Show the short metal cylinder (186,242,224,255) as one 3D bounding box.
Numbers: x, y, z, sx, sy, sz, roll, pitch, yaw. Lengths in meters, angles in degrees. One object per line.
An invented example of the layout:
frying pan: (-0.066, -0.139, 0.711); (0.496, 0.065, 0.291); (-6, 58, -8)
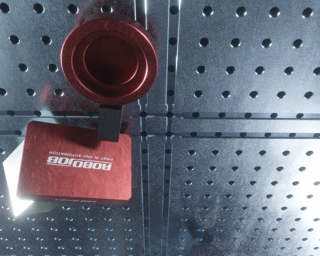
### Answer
short metal cylinder: (0.086, 0.275, 0.611); (0.081, 0.080, 0.050); (11, 129, -10)

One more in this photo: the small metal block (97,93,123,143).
small metal block: (-0.059, -0.019, 0.379); (0.025, 0.050, 0.050); (7, 130, -6)

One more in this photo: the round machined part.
round machined part: (-0.052, -0.076, 0.333); (0.099, 0.042, 0.097); (0, 128, 0)

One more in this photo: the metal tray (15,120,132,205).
metal tray: (-0.102, 0.046, 0.387); (0.131, 0.090, 0.030); (9, 152, -24)

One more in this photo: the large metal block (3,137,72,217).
large metal block: (-0.160, 0.062, 0.417); (0.080, 0.080, 0.050); (-38, 154, 27)
